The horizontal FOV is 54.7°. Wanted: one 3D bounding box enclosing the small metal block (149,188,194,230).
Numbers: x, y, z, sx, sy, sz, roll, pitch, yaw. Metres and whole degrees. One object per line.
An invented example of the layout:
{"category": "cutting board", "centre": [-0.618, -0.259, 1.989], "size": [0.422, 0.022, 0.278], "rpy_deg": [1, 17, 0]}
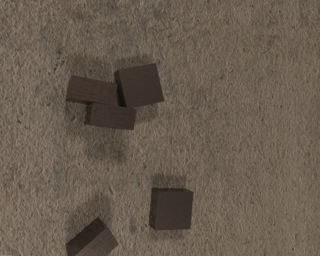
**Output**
{"category": "small metal block", "centre": [0.015, 0.108, 0.416], "size": [0.050, 0.025, 0.050], "rpy_deg": [5, 88, -20]}

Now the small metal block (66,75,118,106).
{"category": "small metal block", "centre": [-0.082, -0.042, 0.366], "size": [0.050, 0.050, 0.025], "rpy_deg": [9, 87, -20]}

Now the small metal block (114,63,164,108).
{"category": "small metal block", "centre": [-0.027, -0.053, 0.400], "size": [0.050, 0.025, 0.050], "rpy_deg": [-14, 95, -20]}

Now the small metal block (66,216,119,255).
{"category": "small metal block", "centre": [-0.081, 0.138, 0.367], "size": [0.050, 0.050, 0.025], "rpy_deg": [-40, 103, -16]}

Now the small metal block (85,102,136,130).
{"category": "small metal block", "centre": [-0.061, -0.013, 0.374], "size": [0.050, 0.050, 0.025], "rpy_deg": [8, 88, -20]}
